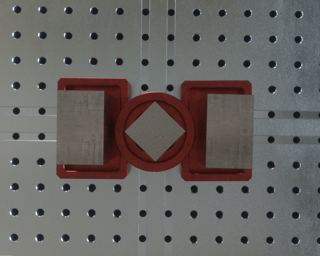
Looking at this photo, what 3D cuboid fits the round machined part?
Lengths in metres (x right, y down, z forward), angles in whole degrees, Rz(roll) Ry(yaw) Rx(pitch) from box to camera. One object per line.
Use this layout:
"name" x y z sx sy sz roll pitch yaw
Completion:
"round machined part" -0.006 0.005 0.396 0.099 0.042 0.097 0 90 0

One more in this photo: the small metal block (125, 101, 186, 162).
"small metal block" -0.006 0.004 0.372 0.050 0.025 0.050 45 90 0

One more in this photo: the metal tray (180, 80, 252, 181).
"metal tray" 0.073 0.003 0.410 0.091 0.030 0.129 0 90 0

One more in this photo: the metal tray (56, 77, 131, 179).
"metal tray" -0.086 0.000 0.409 0.091 0.030 0.129 1 90 0

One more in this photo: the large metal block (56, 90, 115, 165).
"large metal block" -0.085 -0.001 0.372 0.050 0.080 0.080 1 90 0

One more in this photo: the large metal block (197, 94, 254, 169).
"large metal block" 0.075 0.003 0.373 0.050 0.080 0.080 2 90 0
